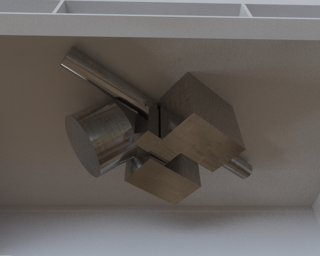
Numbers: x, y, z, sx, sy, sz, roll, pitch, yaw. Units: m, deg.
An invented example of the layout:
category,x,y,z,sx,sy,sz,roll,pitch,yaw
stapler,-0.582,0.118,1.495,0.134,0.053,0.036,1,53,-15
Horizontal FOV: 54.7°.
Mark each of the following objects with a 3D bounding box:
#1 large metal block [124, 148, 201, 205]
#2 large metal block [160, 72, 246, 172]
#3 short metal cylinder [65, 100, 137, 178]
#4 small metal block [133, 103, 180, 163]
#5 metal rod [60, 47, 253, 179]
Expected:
category,x,y,z,sx,sy,sz,roll,pitch,yaw
large metal block,0.004,0.042,0.408,0.080,0.080,0.050,32,123,-25
large metal block,0.048,-0.007,0.367,0.080,0.080,0.050,33,123,-25
short metal cylinder,-0.072,0.012,0.373,0.050,0.080,0.079,-28,138,-30
small metal block,-0.002,0.006,0.366,0.050,0.050,0.025,33,122,-25
metal rod,0.013,-0.007,0.403,0.301,0.025,0.025,32,123,-25
